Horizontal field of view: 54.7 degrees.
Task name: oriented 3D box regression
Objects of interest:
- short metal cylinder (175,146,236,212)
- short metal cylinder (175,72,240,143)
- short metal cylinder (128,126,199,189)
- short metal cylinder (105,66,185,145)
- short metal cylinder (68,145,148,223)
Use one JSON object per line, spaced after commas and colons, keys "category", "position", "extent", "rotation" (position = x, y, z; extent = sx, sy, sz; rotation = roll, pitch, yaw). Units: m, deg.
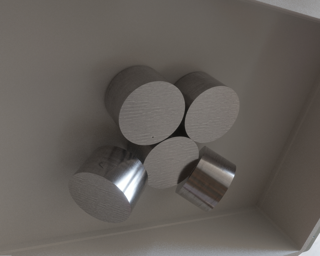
{"category": "short metal cylinder", "position": [0.065, 0.073, 0.445], "extent": [0.050, 0.080, 0.080], "rotation": [33, 103, 1]}
{"category": "short metal cylinder", "position": [0.056, -0.027, 0.406], "extent": [0.081, 0.050, 0.079], "rotation": [-14, 125, -21]}
{"category": "short metal cylinder", "position": [0.004, 0.033, 0.413], "extent": [0.081, 0.050, 0.079], "rotation": [-14, 125, -21]}
{"category": "short metal cylinder", "position": [-0.018, -0.027, 0.364], "extent": [0.081, 0.050, 0.079], "rotation": [-14, 125, -21]}
{"category": "short metal cylinder", "position": [-0.061, 0.068, 0.374], "extent": [0.050, 0.080, 0.079], "rotation": [-57, 149, -50]}
